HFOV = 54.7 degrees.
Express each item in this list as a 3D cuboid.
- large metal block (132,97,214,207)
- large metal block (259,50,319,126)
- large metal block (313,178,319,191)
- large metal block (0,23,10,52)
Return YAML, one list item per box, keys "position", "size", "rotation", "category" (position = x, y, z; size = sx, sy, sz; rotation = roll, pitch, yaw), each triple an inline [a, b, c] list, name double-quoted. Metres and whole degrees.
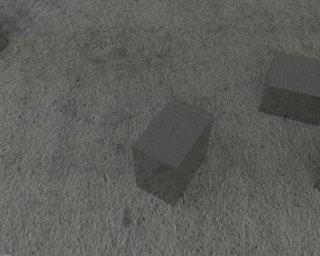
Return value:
- position: [0.015, 0.027, 0.345]
  size: [0.050, 0.080, 0.080]
  rotation: [25, 55, 20]
  category: "large metal block"
- position: [0.192, -0.058, 0.437]
  size: [0.080, 0.050, 0.080]
  rotation: [15, 52, 12]
  category: "large metal block"
- position: [0.226, 0.036, 0.338]
  size: [0.080, 0.080, 0.050]
  rotation: [-36, 59, -26]
  category: "large metal block"
- position: [-0.309, -0.164, 0.503]
  size: [0.080, 0.080, 0.050]
  rotation: [14, 52, 11]
  category: "large metal block"
